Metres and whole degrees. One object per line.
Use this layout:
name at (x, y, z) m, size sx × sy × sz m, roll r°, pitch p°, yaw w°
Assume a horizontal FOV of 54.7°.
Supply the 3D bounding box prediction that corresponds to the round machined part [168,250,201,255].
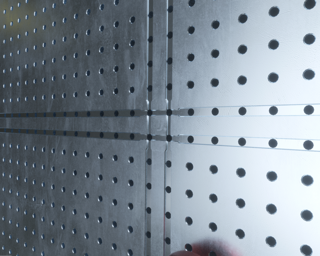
round machined part at (0.038, 0.195, 0.367) m, size 0.098 × 0.042 × 0.097 m, roll 0°, pitch 90°, yaw 40°
